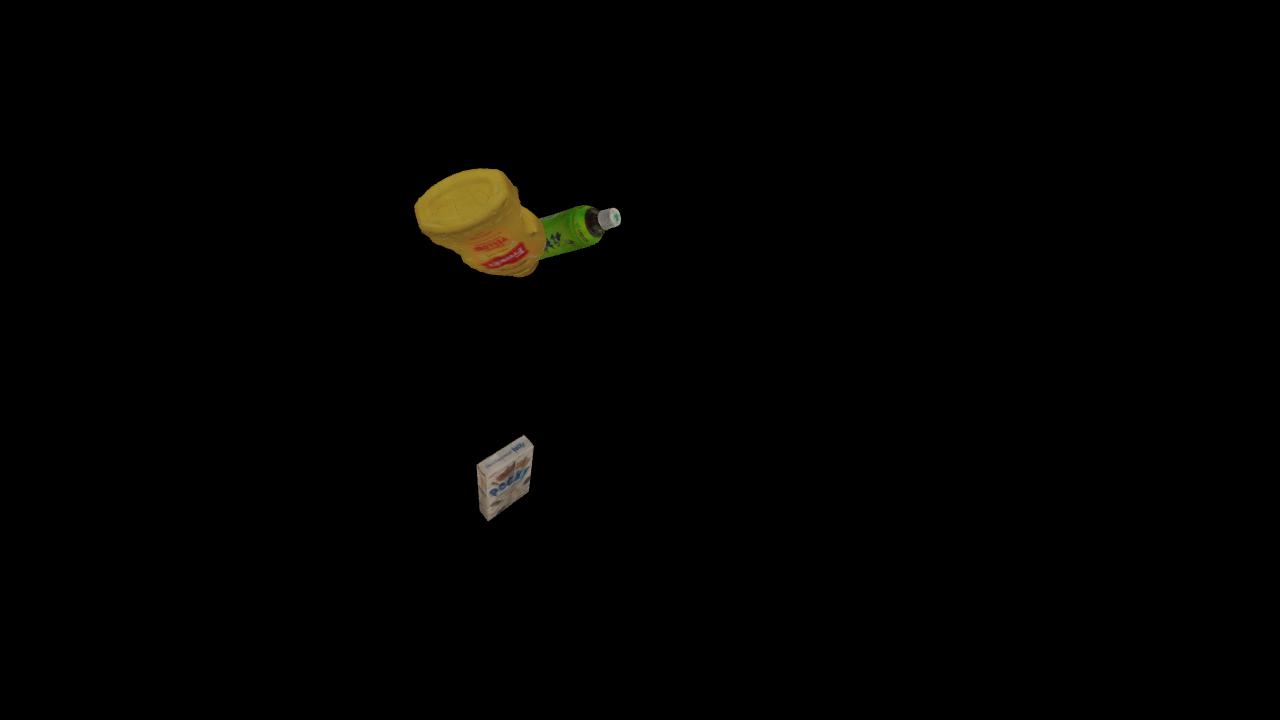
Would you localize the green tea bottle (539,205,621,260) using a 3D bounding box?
[{"bbox_3d":[-0.124,-0.220,1.044,0.212,0.073,0.073,-9,-5,37],"label":"green tea bottle"}]

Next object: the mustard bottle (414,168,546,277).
[{"bbox_3d":[-0.143,-0.125,0.624,0.092,0.054,0.184,-26,-13,4],"label":"mustard bottle"}]

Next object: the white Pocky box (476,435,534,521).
[{"bbox_3d":[-0.201,0.177,0.916,0.084,0.028,0.154,-33,-24,-31],"label":"white Pocky box"}]
